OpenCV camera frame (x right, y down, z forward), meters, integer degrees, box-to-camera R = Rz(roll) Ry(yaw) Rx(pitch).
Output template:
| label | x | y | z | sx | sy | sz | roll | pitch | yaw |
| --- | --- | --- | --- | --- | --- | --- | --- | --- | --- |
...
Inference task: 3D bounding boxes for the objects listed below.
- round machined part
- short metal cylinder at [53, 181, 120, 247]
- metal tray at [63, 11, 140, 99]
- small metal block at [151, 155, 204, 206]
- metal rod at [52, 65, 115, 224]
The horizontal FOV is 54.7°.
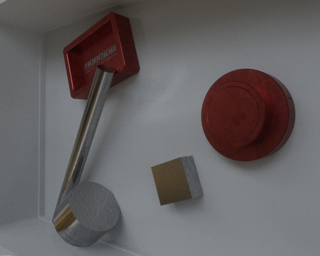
| label | x | y | z | sx | sy | sz | roll | pitch | yaw |
| --- | --- | --- | --- | --- | --- | --- | --- | --- | --- |
| round machined part | 0.085 | -0.014 | 0.325 | 0.098 | 0.042 | 0.097 | 0 | 90 | 39 |
| short metal cylinder | -0.108 | 0.127 | 0.457 | 0.050 | 0.081 | 0.080 | -47 | 62 | 30 |
| metal tray | -0.095 | -0.106 | 0.478 | 0.130 | 0.030 | 0.090 | -20 | 77 | 37 |
| small metal block | 0.021 | 0.066 | 0.388 | 0.050 | 0.025 | 0.050 | -24 | 75 | 37 |
| metal rod | -0.127 | 0.042 | 0.487 | 0.025 | 0.025 | 0.298 | 41 | 121 | 32 |
